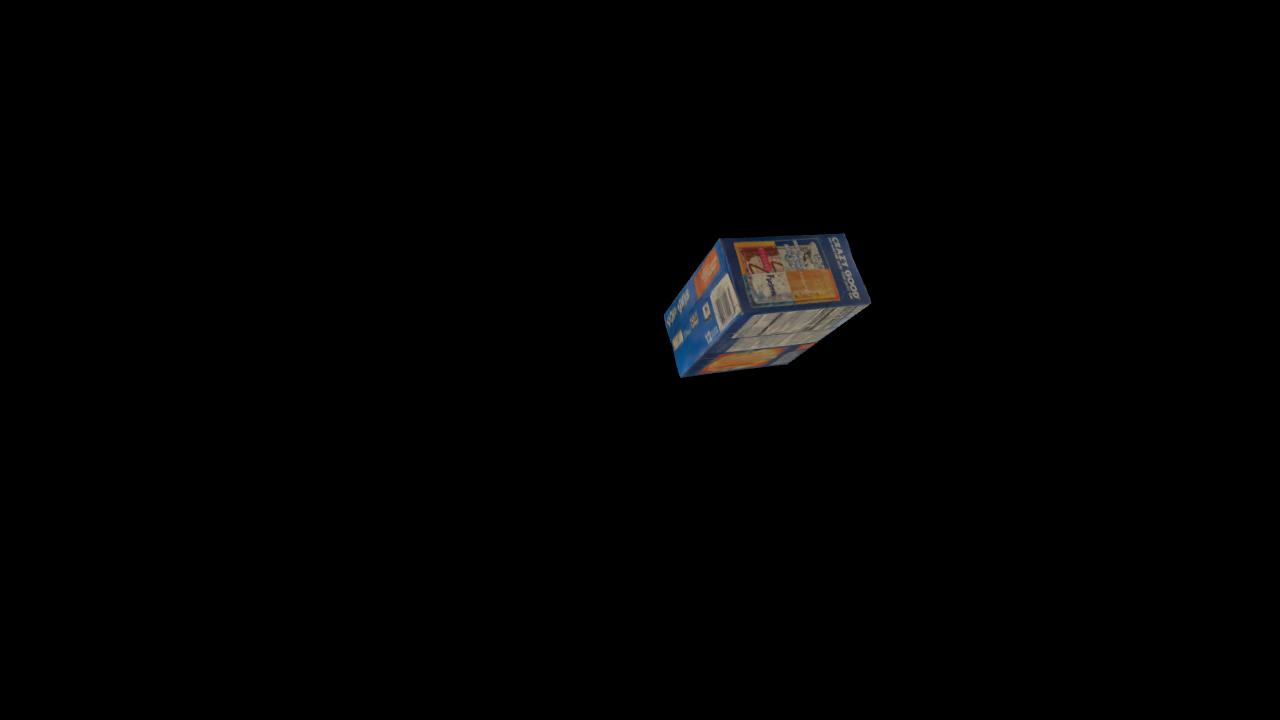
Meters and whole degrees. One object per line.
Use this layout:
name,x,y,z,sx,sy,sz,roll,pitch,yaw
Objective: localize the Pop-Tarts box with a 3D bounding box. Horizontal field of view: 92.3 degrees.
Pop-Tarts box,0.122,-0.053,0.638,0.141,0.083,0.167,-6,-19,-19
